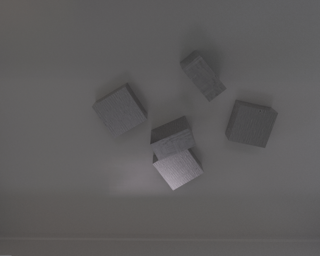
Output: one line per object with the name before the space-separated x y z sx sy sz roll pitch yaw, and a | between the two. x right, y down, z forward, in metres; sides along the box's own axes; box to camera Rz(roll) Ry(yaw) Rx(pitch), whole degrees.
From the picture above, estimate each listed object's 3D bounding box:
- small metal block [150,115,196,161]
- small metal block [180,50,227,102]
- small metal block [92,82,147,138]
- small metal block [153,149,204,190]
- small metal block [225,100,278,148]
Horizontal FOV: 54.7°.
small metal block | 0.016 0.012 0.402 0.050 0.050 0.025 -24 109 8
small metal block | 0.051 -0.064 0.375 0.025 0.050 0.050 -39 106 13
small metal block | -0.051 -0.023 0.402 0.050 0.025 0.050 -30 108 10
small metal block | 0.025 0.050 0.430 0.050 0.025 0.050 -32 107 11
small metal block | 0.120 -0.006 0.410 0.050 0.025 0.050 12 110 -5
